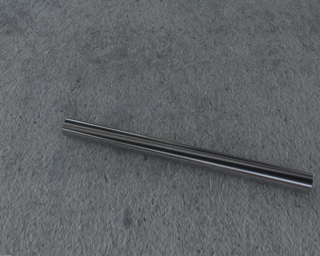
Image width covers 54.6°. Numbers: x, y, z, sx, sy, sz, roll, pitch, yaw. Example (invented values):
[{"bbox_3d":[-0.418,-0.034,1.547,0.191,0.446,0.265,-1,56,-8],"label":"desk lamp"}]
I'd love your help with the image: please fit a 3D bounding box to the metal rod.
[{"bbox_3d":[0.024,0.031,0.377,0.301,0.025,0.025,13,51,10],"label":"metal rod"}]
